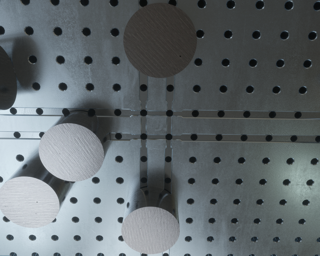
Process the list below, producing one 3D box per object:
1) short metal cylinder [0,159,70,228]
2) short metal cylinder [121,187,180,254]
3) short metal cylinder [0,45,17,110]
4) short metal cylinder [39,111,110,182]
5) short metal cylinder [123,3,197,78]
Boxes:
[{"bbox_3d":[-0.173,0.090,0.432,0.081,0.050,0.079,0,110,0],"label":"short metal cylinder"},{"bbox_3d":[-0.013,0.133,0.449,0.081,0.050,0.079,0,110,0],"label":"short metal cylinder"},{"bbox_3d":[-0.212,-0.057,0.361,0.050,0.080,0.079,-7,110,2],"label":"short metal cylinder"},{"bbox_3d":[-0.110,0.023,0.407,0.081,0.050,0.079,0,110,0],"label":"short metal cylinder"},{"bbox_3d":[0.000,-0.103,0.362,0.081,0.050,0.079,0,110,0],"label":"short metal cylinder"}]
